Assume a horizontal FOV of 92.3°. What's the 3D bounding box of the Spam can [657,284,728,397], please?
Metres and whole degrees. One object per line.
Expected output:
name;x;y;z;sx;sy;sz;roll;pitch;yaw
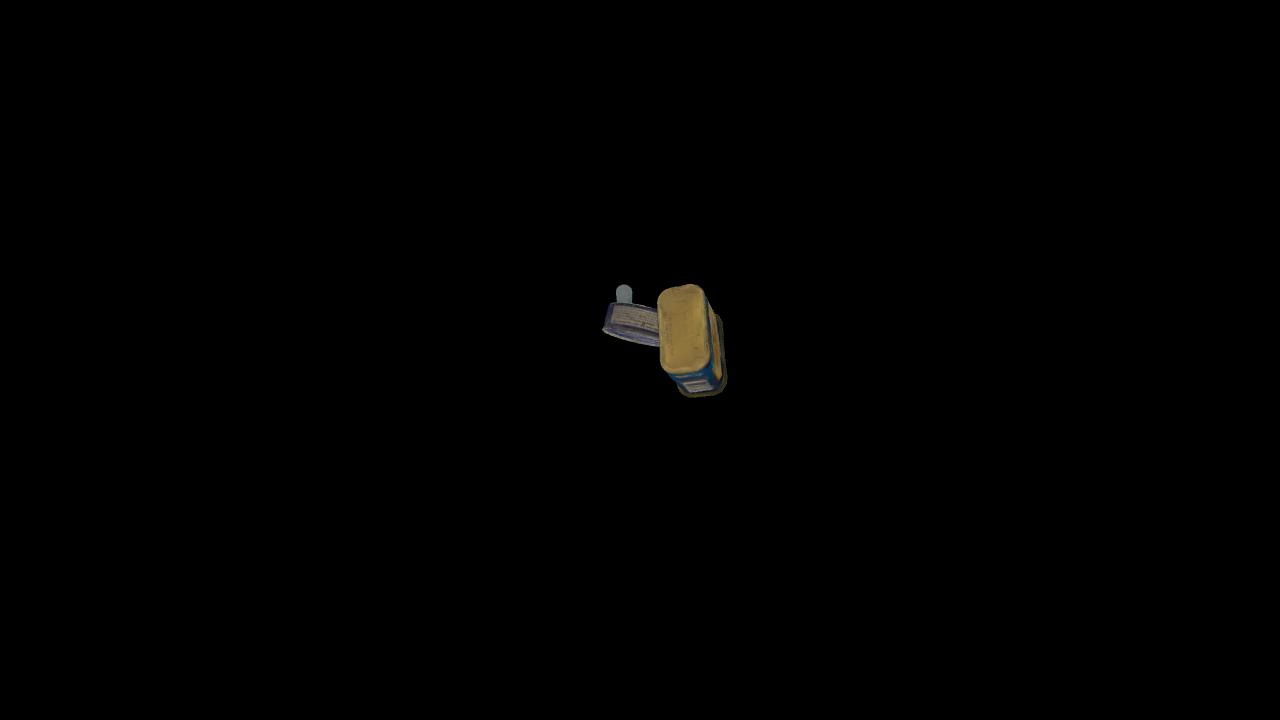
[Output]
Spam can;0.056;-0.020;0.662;0.058;0.101;0.085;-9;-21;15

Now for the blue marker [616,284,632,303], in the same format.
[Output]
blue marker;-0.018;-0.060;0.751;0.020;0.020;0.121;0;-16;-1

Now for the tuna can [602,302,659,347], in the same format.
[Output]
tuna can;0.000;-0.041;0.726;0.084;0.034;0.084;13;-6;1
